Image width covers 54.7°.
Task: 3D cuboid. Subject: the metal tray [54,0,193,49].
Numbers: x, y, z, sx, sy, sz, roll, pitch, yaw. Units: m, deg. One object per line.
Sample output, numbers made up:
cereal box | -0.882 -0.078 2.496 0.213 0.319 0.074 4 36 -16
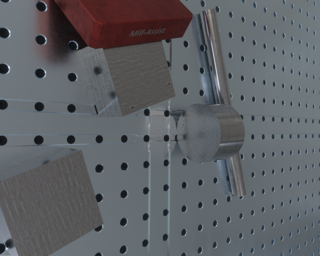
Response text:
metal tray | -0.038 -0.135 0.341 0.131 0.030 0.090 -20 64 -38

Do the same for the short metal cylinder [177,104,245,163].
short metal cylinder | 0.069 0.006 0.431 0.050 0.080 0.079 -3 92 -40

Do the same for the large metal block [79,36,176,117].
large metal block | -0.036 -0.063 0.362 0.081 0.050 0.080 -24 106 -37

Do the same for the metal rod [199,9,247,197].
metal rod | 0.103 -0.033 0.494 0.025 0.025 0.298 -20 103 -38

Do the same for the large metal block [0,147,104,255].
large metal block | -0.112 0.071 0.299 0.081 0.050 0.080 -22 104 -38
